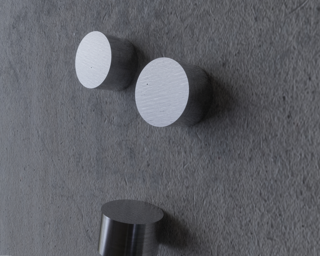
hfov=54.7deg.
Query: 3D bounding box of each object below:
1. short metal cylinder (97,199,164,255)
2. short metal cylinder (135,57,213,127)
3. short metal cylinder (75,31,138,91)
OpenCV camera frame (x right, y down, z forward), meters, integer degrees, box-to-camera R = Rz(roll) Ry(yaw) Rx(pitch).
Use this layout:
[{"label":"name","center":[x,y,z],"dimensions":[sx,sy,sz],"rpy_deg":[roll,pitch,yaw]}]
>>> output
[{"label":"short metal cylinder","center":[-0.038,0.131,0.401],"dimensions":[0.080,0.081,0.050],"rpy_deg":[12,98,39]},{"label":"short metal cylinder","center":[0.016,-0.041,0.375],"dimensions":[0.080,0.050,0.080],"rpy_deg":[0,90,40]},{"label":"short metal cylinder","center":[-0.079,-0.096,0.454],"dimensions":[0.080,0.050,0.080],"rpy_deg":[0,90,40]}]
